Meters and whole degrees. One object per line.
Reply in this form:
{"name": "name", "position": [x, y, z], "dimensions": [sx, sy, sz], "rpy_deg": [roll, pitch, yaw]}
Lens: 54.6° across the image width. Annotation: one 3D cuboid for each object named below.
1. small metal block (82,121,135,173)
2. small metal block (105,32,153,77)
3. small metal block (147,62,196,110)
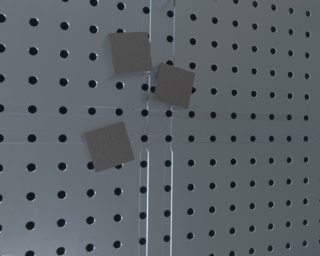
{"name": "small metal block", "position": [-0.065, 0.023, 0.389], "dimensions": [0.050, 0.025, 0.050], "rpy_deg": [-18, 96, -19]}
{"name": "small metal block", "position": [-0.040, -0.094, 0.398], "dimensions": [0.050, 0.025, 0.050], "rpy_deg": [-9, 93, -20]}
{"name": "small metal block", "position": [0.015, -0.055, 0.418], "dimensions": [0.050, 0.025, 0.050], "rpy_deg": [14, 86, -20]}
